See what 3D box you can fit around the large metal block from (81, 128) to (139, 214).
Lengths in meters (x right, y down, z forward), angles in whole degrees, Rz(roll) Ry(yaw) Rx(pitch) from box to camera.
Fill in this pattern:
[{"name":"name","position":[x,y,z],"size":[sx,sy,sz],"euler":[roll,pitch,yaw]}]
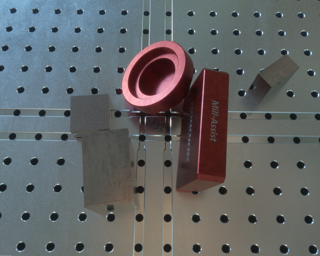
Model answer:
[{"name":"large metal block","position":[-0.056,0.053,0.362],"size":[0.050,0.080,0.080],"euler":[-6,70,-3]}]

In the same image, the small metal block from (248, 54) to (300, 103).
[{"name":"small metal block","position":[0.154,-0.067,0.425],"size":[0.050,0.050,0.025],"euler":[-35,74,-12]}]

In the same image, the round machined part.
[{"name":"round machined part","position":[0.001,-0.063,0.410],"size":[0.098,0.042,0.098],"euler":[-16,58,28]}]

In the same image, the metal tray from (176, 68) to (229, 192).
[{"name":"metal tray","position":[0.050,0.006,0.373],"size":[0.030,0.090,0.130],"euler":[9,70,-8]}]

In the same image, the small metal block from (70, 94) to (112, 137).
[{"name":"small metal block","position":[-0.092,-0.017,0.417],"size":[0.050,0.025,0.050],"euler":[-4,70,-2]}]
